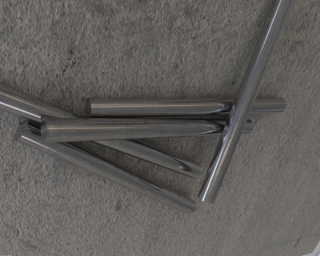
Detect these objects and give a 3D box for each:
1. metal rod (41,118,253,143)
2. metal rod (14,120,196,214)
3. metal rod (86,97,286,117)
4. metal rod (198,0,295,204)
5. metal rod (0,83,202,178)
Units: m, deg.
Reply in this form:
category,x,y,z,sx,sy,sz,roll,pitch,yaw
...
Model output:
category,x,y,z,sx,sy,sz,roll,pitch,yaw
metal rod,0.009,0.000,0.393,0.302,0.025,0.025,-1,119,-34
metal rod,-0.048,0.066,0.421,0.301,0.025,0.025,33,100,-39
metal rod,0.054,-0.029,0.417,0.303,0.025,0.025,-3,120,-27
metal rod,0.113,-0.037,0.415,0.025,0.025,0.298,12,103,-33
metal rod,-0.054,0.016,0.386,0.302,0.025,0.025,25,105,-37
